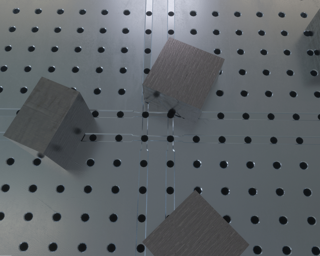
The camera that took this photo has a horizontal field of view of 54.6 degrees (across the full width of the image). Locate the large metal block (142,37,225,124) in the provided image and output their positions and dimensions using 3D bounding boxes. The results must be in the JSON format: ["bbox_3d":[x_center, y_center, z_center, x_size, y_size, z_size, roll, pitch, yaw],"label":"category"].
[{"bbox_3d":[0.031,-0.064,0.422,0.080,0.050,0.080,24,72,8],"label":"large metal block"}]

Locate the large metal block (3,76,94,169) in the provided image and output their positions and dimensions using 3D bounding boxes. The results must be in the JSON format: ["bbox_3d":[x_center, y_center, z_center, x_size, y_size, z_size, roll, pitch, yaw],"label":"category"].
[{"bbox_3d":[-0.131,-0.003,0.383,0.050,0.080,0.080,23,72,8],"label":"large metal block"}]

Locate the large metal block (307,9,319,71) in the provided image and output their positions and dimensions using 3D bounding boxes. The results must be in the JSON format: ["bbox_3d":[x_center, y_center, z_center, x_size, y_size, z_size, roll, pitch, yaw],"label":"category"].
[{"bbox_3d":[0.273,-0.132,0.448,0.080,0.050,0.080,-3,70,-1],"label":"large metal block"}]

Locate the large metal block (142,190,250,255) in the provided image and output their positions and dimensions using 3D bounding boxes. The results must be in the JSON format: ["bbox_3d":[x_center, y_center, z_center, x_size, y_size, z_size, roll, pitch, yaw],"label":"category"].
[{"bbox_3d":[0.038,0.130,0.351,0.080,0.050,0.080,-42,75,-14],"label":"large metal block"}]
